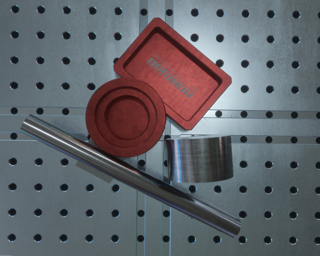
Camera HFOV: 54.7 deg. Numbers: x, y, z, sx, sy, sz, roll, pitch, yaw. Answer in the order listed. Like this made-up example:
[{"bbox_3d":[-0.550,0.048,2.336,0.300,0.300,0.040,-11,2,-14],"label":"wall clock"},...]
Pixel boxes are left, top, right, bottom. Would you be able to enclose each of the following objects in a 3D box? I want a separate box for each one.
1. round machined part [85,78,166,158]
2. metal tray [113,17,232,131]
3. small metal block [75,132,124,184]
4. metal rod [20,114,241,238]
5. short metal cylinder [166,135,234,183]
[{"bbox_3d":[-0.041,-0.013,0.396,0.099,0.042,0.097,0,90,1],"label":"round machined part"},{"bbox_3d":[0.016,-0.069,0.410,0.130,0.030,0.090,40,89,0],"label":"metal tray"},{"bbox_3d":[-0.075,0.038,0.413,0.050,0.025,0.050,28,90,-1],"label":"small metal block"},{"bbox_3d":[-0.029,0.065,0.393,0.301,0.025,0.025,28,90,-9],"label":"metal rod"},{"bbox_3d":[0.049,0.036,0.385,0.081,0.080,0.050,-4,90,-1],"label":"short metal cylinder"}]
